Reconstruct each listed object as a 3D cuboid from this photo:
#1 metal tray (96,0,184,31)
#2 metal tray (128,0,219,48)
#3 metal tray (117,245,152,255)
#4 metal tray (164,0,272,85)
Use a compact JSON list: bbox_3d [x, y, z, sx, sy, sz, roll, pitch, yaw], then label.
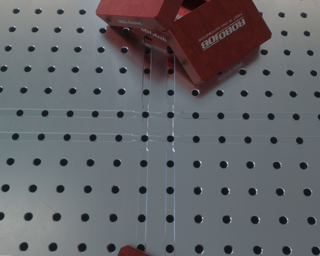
[{"bbox_3d":[-0.025,-0.188,0.434,0.130,0.030,0.090,20,84,39],"label":"metal tray"},{"bbox_3d":[0.014,-0.175,0.473,0.130,0.030,0.090,27,72,9],"label":"metal tray"},{"bbox_3d":[0.000,0.197,0.337,0.130,0.030,0.090,23,71,8],"label":"metal tray"},{"bbox_3d":[0.083,-0.133,0.441,0.131,0.030,0.090,-34,96,-12],"label":"metal tray"}]
